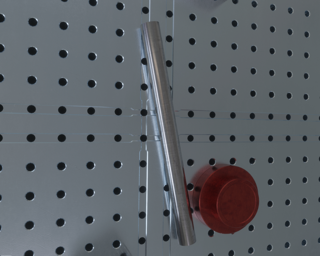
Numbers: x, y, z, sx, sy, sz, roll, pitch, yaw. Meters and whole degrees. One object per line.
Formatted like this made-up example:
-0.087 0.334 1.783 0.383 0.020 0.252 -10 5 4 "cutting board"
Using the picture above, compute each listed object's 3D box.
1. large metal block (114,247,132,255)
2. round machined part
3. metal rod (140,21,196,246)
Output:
-0.053 0.198 0.364 0.080 0.080 0.050 -30 100 -18 "large metal block"
0.100 0.103 0.441 0.099 0.042 0.097 0 90 -20 "round machined part"
0.012 0.010 0.417 0.025 0.025 0.298 -11 94 -20 "metal rod"
